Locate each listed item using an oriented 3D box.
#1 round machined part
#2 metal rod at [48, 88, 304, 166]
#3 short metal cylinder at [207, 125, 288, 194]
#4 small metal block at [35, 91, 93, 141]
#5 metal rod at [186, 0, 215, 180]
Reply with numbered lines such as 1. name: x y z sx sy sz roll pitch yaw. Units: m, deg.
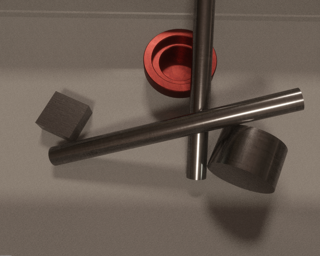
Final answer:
1. round machined part: 0.027 -0.085 0.432 0.099 0.042 0.098 0 70 -1
2. metal rod: 0.008 0.002 0.365 0.301 0.025 0.025 -13 70 12
3. short metal cylinder: 0.103 0.038 0.368 0.080 0.080 0.050 23 72 8
4. small metal block: -0.127 -0.014 0.413 0.050 0.025 0.050 24 72 8
5. metal rod: 0.051 -0.086 0.375 0.025 0.025 0.298 2 96 0
